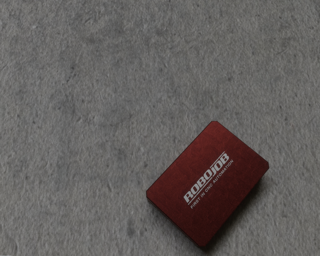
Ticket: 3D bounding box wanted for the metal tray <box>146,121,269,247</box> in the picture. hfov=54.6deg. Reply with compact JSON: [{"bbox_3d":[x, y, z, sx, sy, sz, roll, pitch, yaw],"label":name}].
[{"bbox_3d":[0.058,0.066,0.382,0.090,0.030,0.130,41,75,13],"label":"metal tray"}]
